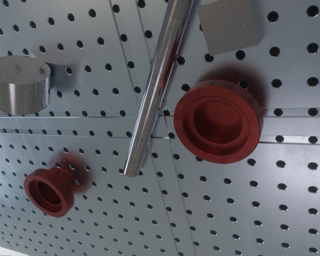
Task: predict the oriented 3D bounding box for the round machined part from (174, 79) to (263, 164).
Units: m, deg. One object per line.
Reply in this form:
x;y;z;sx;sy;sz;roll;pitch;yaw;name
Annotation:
0.069;-0.010;0.358;0.098;0.042;0.097;13;124;21;round machined part

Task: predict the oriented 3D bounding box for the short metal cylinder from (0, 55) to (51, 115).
-0.199;-0.062;0.442;0.080;0.080;0.050;25;127;12;short metal cylinder

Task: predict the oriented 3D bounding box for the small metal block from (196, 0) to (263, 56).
0.070;-0.105;0.309;0.050;0.025;0.050;-7;115;31;small metal block

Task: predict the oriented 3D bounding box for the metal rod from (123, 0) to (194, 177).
-0.007;-0.046;0.385;0.025;0.025;0.298;27;128;11;metal rod

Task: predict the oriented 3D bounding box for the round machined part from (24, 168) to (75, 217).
-0.199;0.115;0.576;0.098;0.042;0.097;13;124;21;round machined part
